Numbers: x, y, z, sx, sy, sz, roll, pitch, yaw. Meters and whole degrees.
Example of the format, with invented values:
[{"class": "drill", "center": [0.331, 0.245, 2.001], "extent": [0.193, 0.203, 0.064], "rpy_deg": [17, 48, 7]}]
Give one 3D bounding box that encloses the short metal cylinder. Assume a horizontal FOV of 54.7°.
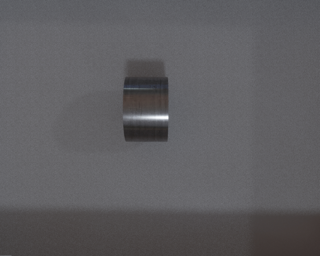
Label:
[{"class": "short metal cylinder", "center": [-0.016, -0.023, 0.381], "extent": [0.050, 0.080, 0.079], "rpy_deg": [0, 90, 0]}]
